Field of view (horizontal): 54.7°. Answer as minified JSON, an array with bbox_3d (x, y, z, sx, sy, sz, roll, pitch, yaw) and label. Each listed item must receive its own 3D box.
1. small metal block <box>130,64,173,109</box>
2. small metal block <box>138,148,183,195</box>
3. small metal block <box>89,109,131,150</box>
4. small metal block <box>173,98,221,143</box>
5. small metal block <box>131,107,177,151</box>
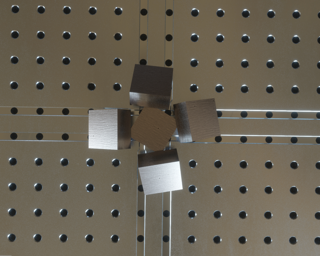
[{"bbox_3d":[-0.011,-0.054,0.401,0.050,0.025,0.050,6,54,0],"label":"small metal block"},{"bbox_3d":[0.001,0.057,0.401,0.050,0.025,0.050,-9,126,0],"label":"small metal block"},{"bbox_3d":[-0.065,0.002,0.401,0.050,0.025,0.050,0,90,34],"label":"small metal block"},{"bbox_3d":[0.048,-0.010,0.402,0.050,0.025,0.050,-10,90,-35],"label":"small metal block"},{"bbox_3d":[-0.008,0.001,0.413,0.050,0.025,0.050,31,90,-1],"label":"small metal block"}]
